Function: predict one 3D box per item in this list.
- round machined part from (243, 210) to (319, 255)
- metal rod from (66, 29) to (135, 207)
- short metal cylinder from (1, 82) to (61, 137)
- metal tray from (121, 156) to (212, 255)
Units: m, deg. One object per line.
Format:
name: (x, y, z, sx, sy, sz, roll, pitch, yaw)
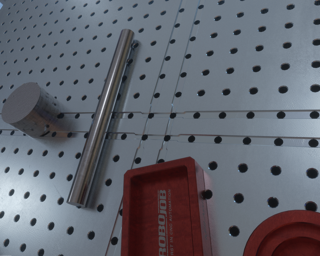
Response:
round machined part: (0.122, 0.122, 0.258, 0.098, 0.042, 0.098, -13, 56, 21)
metal rod: (-0.083, -0.032, 0.471, 0.025, 0.025, 0.300, -3, 60, 27)
short metal cylinder: (-0.218, -0.031, 0.526, 0.080, 0.050, 0.080, -13, 56, 21)
metal tray: (0.005, 0.103, 0.339, 0.090, 0.030, 0.130, -15, 56, 20)
